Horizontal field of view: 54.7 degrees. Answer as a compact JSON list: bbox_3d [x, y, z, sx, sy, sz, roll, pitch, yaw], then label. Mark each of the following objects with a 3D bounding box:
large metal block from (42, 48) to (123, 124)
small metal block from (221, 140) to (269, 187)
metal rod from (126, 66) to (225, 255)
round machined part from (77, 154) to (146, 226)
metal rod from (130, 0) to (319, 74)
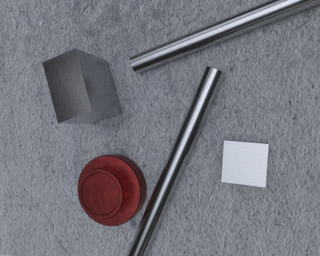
[{"bbox_3d":[-0.100,-0.051,0.414,0.050,0.080,0.080,-18,84,19],"label":"large metal block"},{"bbox_3d":[0.103,0.041,0.373,0.050,0.025,0.050,4,91,19],"label":"small metal block"},{"bbox_3d":[0.012,0.065,0.403,0.025,0.025,0.298,25,98,18],"label":"metal rod"},{"bbox_3d":[-0.072,0.086,0.424,0.098,0.042,0.097,0,90,19],"label":"round machined part"},{"bbox_3d":[0.101,-0.128,0.372,0.301,0.025,0.025,-17,84,18],"label":"metal rod"}]
